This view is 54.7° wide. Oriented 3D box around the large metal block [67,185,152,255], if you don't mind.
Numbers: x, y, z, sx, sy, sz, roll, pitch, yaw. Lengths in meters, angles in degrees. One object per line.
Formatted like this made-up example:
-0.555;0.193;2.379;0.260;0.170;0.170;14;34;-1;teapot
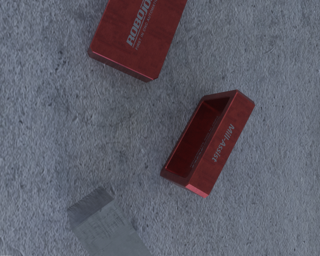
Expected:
-0.061;0.120;0.358;0.050;0.080;0.080;-35;102;-17;large metal block

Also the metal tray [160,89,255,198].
0.057;0.017;0.395;0.030;0.090;0.130;33;79;-17;metal tray

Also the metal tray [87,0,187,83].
-0.026;-0.135;0.397;0.091;0.030;0.130;23;82;-19;metal tray
